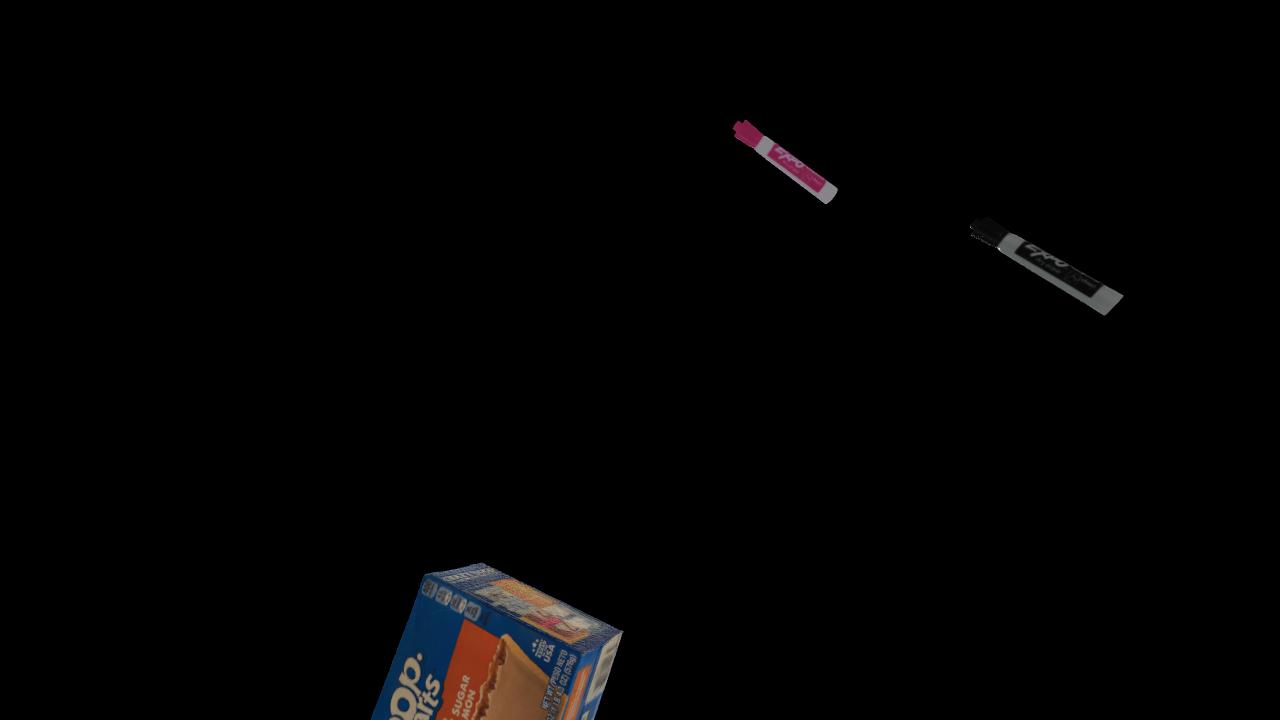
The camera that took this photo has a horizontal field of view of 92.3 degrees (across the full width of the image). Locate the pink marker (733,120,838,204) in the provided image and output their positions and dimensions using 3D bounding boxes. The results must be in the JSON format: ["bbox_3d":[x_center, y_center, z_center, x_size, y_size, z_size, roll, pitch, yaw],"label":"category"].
[{"bbox_3d":[0.142,-0.196,0.607,0.121,0.020,0.020,33,-6,-10],"label":"pink marker"}]

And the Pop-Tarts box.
[{"bbox_3d":[-0.113,0.260,0.455,0.141,0.167,0.083,17,-8,22],"label":"Pop-Tarts box"}]

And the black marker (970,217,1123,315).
[{"bbox_3d":[0.320,-0.078,0.492,0.121,0.020,0.020,44,23,26],"label":"black marker"}]
